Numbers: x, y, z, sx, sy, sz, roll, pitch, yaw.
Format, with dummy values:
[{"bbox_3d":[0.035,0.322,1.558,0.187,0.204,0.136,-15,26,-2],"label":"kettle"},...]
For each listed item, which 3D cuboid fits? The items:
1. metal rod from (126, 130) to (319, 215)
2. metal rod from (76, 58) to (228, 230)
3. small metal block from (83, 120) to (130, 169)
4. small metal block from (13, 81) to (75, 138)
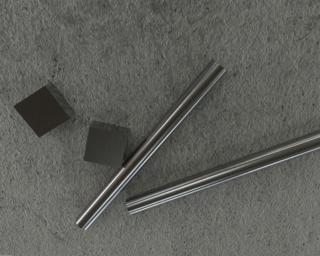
[{"bbox_3d":[0.095,0.061,0.433,0.301,0.025,0.025,-21,109,7],"label":"metal rod"},{"bbox_3d":[-0.020,0.032,0.421,0.025,0.025,0.299,37,106,-13],"label":"metal rod"},{"bbox_3d":[-0.071,0.022,0.417,0.050,0.025,0.050,13,110,-5],"label":"small metal block"},{"bbox_3d":[-0.148,-0.024,0.399,0.050,0.025,0.050,-30,108,10],"label":"small metal block"}]
